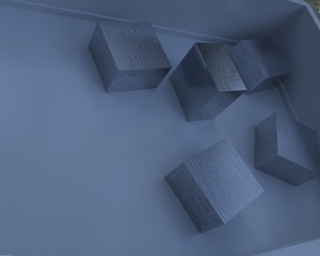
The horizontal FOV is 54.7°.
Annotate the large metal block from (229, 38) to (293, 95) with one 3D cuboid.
[{"bbox_3d":[0.176,-0.112,0.555,0.081,0.050,0.080,-16,70,-35],"label":"large metal block"}]

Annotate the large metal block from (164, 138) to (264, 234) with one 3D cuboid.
[{"bbox_3d":[0.067,0.070,0.385,0.081,0.050,0.080,-24,75,-37],"label":"large metal block"}]

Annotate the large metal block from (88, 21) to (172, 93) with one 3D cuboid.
[{"bbox_3d":[-0.043,-0.099,0.428,0.081,0.050,0.080,-11,68,-33],"label":"large metal block"}]

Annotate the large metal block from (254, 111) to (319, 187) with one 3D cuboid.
[{"bbox_3d":[0.195,0.033,0.477,0.080,0.050,0.080,24,53,-14],"label":"large metal block"}]

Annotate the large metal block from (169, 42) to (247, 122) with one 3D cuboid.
[{"bbox_3d":[0.066,-0.065,0.447,0.050,0.080,0.080,-7,66,-32],"label":"large metal block"}]
